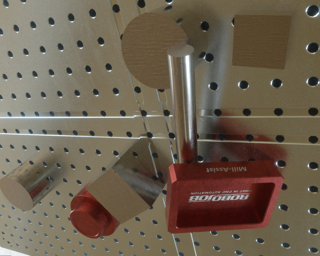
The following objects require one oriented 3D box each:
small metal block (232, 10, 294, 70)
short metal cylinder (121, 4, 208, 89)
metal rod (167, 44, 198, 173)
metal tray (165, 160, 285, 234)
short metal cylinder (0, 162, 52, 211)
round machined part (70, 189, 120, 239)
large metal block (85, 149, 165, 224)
[{"bbox_3d":[0.100,-0.087,0.304,0.050,0.025,0.050,10,123,23],"label":"small metal block"},{"bbox_3d":[0.006,-0.089,0.337,0.080,0.050,0.079,13,124,21],"label":"short metal cylinder"},{"bbox_3d":[0.034,0.040,0.381,0.025,0.025,0.298,12,135,21],"label":"metal rod"},{"bbox_3d":[0.075,0.085,0.380,0.131,0.030,0.089,-1,123,-7],"label":"metal tray"},{"bbox_3d":[-0.261,0.113,0.603,0.080,0.050,0.079,13,124,21],"label":"short metal cylinder"},{"bbox_3d":[-0.124,0.162,0.566,0.098,0.042,0.097,13,124,21],"label":"round machined part"},{"bbox_3d":[-0.054,0.092,0.480,0.080,0.050,0.080,47,129,-5],"label":"large metal block"}]
